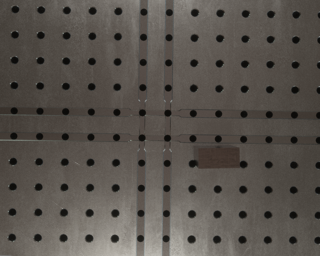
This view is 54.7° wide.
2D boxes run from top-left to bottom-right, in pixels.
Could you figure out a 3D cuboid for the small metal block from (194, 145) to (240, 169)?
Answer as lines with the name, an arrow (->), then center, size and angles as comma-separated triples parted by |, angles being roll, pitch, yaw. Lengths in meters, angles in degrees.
small metal block -> 0.072, 0.037, 0.402 | 0.050, 0.050, 0.025 | -1, 90, -1
